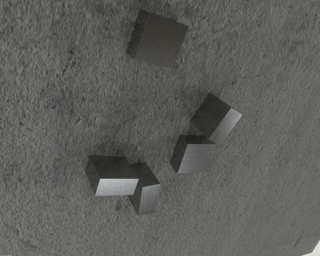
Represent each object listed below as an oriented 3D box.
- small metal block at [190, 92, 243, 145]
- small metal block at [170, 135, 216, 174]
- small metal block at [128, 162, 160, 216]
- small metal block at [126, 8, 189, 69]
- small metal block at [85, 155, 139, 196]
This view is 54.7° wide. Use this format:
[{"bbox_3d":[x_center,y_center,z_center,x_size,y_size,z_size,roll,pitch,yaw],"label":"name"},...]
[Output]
[{"bbox_3d":[0.075,-0.013,0.423,0.025,0.050,0.050,25,105,-37],"label":"small metal block"},{"bbox_3d":[0.048,0.039,0.457,0.050,0.025,0.050,3,117,-30],"label":"small metal block"},{"bbox_3d":[-0.025,0.084,0.429,0.025,0.050,0.050,-5,121,-26],"label":"small metal block"},{"bbox_3d":[-0.003,-0.098,0.344,0.050,0.025,0.050,7,115,-32],"label":"small metal block"},{"bbox_3d":[-0.062,0.060,0.394,0.050,0.050,0.025,6,116,-31],"label":"small metal block"}]
